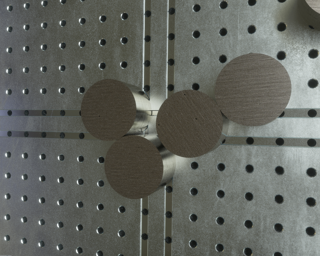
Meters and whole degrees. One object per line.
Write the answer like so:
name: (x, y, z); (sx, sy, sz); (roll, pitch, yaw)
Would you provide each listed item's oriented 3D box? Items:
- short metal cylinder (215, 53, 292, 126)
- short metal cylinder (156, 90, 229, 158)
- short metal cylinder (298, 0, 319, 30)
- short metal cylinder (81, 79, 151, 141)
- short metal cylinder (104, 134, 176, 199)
short metal cylinder: (0.108, -0.042, 0.361); (0.080, 0.050, 0.080); (0, 90, 20)
short metal cylinder: (0.042, -0.005, 0.385); (0.080, 0.050, 0.079); (0, 90, 20)
short metal cylinder: (0.193, -0.149, 0.331); (0.080, 0.050, 0.079); (0, 90, 20)
short metal cylinder: (-0.058, -0.023, 0.420); (0.080, 0.050, 0.079); (0, 90, 20)
short metal cylinder: (-0.025, 0.048, 0.408); (0.080, 0.050, 0.079); (0, 90, 20)
